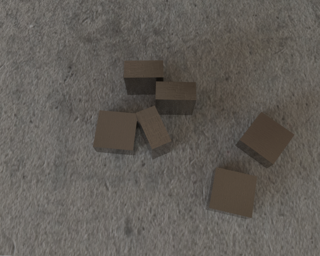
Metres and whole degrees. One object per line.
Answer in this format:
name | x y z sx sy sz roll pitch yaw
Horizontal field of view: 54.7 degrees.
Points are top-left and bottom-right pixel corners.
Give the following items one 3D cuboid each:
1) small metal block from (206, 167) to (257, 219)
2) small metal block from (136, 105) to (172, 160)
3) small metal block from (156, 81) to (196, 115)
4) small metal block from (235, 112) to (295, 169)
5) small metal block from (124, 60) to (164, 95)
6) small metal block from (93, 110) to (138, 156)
small metal block | 0.088 0.080 0.380 0.050 0.025 0.050 13 70 4
small metal block | -0.008 0.007 0.392 0.025 0.050 0.050 -22 72 -8
small metal block | 0.020 -0.038 0.409 0.050 0.050 0.025 1 70 0
small metal block | 0.136 0.016 0.404 0.050 0.025 0.050 38 74 12
small metal block | -0.021 -0.067 0.419 0.050 0.050 0.025 -1 70 -1
small metal block | -0.056 0.007 0.405 0.050 0.025 0.050 5 70 2
